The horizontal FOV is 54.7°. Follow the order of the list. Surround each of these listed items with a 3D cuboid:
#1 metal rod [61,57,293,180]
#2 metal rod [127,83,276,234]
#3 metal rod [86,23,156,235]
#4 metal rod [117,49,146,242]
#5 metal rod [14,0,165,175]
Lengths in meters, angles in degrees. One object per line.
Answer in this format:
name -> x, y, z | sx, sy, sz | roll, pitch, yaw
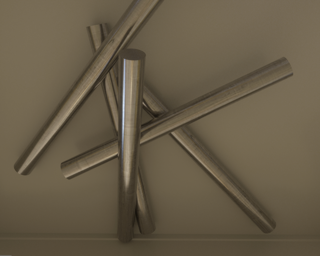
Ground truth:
metal rod -> 0.014, -0.008, 0.380 | 0.301, 0.025, 0.025 | -25, 109, 8
metal rod -> 0.064, 0.045, 0.428 | 0.025, 0.025, 0.300 | -41, 106, 13
metal rod -> -0.047, 0.015, 0.416 | 0.025, 0.025, 0.298 | -10, 110, 3
metal rod -> -0.039, 0.047, 0.380 | 0.025, 0.025, 0.298 | 5, 128, -2
metal rod -> -0.095, -0.044, 0.372 | 0.025, 0.025, 0.299 | 38, 113, -13
